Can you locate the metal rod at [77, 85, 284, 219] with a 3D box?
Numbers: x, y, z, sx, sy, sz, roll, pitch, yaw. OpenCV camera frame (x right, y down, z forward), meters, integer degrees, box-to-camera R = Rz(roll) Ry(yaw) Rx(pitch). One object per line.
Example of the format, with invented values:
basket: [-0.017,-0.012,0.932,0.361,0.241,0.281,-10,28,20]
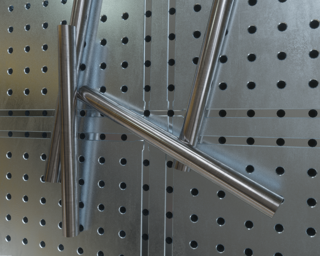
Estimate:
metal rod: [0.005,0.016,0.387,0.300,0.025,0.025,30,100,26]

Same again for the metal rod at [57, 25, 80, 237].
metal rod: [-0.130,0.008,0.444,0.025,0.025,0.298,3,97,20]

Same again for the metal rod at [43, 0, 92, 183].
metal rod: [-0.136,-0.067,0.461,0.025,0.025,0.298,12,94,19]

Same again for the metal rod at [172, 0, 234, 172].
metal rod: [0.063,-0.092,0.390,0.025,0.025,0.298,15,95,19]
